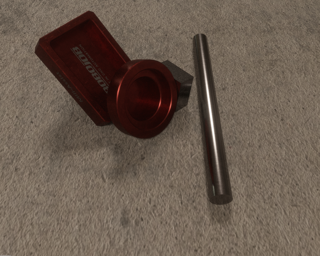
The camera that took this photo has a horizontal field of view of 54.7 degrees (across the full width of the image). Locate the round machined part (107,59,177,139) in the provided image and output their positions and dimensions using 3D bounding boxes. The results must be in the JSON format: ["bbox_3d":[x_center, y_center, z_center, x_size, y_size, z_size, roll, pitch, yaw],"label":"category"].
[{"bbox_3d":[-0.027,-0.038,0.395,0.042,0.098,0.098,14,46,45],"label":"round machined part"}]

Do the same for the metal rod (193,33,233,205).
[{"bbox_3d":[0.068,-0.036,0.434,0.025,0.025,0.300,0,50,0],"label":"metal rod"}]

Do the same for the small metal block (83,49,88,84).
[{"bbox_3d":[-0.116,-0.090,0.461,0.025,0.050,0.050,-25,54,-20],"label":"small metal block"}]

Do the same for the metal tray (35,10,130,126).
[{"bbox_3d":[-0.087,-0.079,0.414,0.130,0.030,0.090,52,58,-12],"label":"metal tray"}]

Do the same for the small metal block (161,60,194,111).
[{"bbox_3d":[0.016,-0.059,0.435,0.025,0.050,0.050,-31,57,-34],"label":"small metal block"}]
